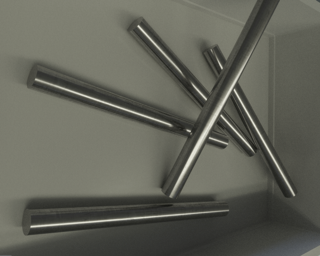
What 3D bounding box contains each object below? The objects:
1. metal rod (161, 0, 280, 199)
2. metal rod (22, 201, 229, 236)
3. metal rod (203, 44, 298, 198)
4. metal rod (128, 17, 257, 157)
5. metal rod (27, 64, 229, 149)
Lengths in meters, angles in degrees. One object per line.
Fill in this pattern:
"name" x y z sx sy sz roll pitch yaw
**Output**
"metal rod" 0.078 -0.043 0.400 0.025 0.025 0.298 19 101 -39
"metal rod" -0.015 0.110 0.396 0.302 0.025 0.025 9 84 -40
"metal rod" 0.156 -0.002 0.516 0.025 0.025 0.299 -44 109 -31
"metal rod" 0.064 -0.044 0.462 0.300 0.025 0.025 42 65 -32
"metal rod" -0.013 -0.014 0.397 0.302 0.025 0.025 18 79 -39
